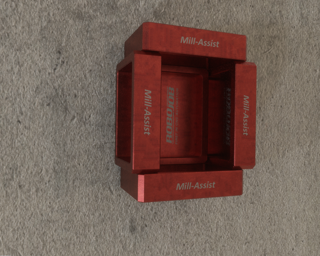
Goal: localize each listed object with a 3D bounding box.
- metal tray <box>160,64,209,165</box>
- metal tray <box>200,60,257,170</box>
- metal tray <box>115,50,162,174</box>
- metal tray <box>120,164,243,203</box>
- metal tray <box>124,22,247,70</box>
[{"bbox_3d":[0.018,-0.017,0.415,0.091,0.030,0.129,1,90,-21],"label":"metal tray"},{"bbox_3d":[0.086,-0.015,0.408,0.030,0.090,0.129,1,90,-20],"label":"metal tray"},{"bbox_3d":[-0.028,-0.017,0.365,0.030,0.090,0.129,1,90,-20],"label":"metal tray"},{"bbox_3d":[0.024,0.064,0.385,0.131,0.090,0.030,1,90,-20],"label":"metal tray"},{"bbox_3d":[0.029,-0.096,0.387,0.131,0.090,0.030,1,90,-20],"label":"metal tray"}]
